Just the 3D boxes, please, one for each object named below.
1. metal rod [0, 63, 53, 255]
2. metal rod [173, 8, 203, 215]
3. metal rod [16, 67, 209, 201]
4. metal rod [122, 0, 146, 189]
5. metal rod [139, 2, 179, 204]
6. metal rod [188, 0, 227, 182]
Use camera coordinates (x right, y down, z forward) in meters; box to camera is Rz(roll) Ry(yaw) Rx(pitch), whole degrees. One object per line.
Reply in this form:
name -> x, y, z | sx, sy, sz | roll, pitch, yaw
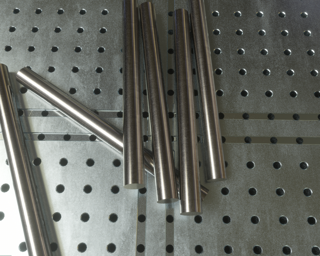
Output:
metal rod -> -0.178, 0.047, 0.393 | 0.025, 0.025, 0.299 | -20, 71, -7
metal rod -> 0.033, -0.039, 0.410 | 0.025, 0.025, 0.299 | -1, 64, 0
metal rod -> -0.070, 0.006, 0.409 | 0.300, 0.025, 0.025 | 33, 73, 11
metal rod -> -0.038, -0.067, 0.419 | 0.025, 0.025, 0.299 | -3, 64, -1
metal rod -> -0.006, -0.052, 0.414 | 0.025, 0.025, 0.299 | -5, 64, -2
metal rod -> 0.063, -0.075, 0.439 | 0.025, 0.025, 0.299 | -3, 70, -1
